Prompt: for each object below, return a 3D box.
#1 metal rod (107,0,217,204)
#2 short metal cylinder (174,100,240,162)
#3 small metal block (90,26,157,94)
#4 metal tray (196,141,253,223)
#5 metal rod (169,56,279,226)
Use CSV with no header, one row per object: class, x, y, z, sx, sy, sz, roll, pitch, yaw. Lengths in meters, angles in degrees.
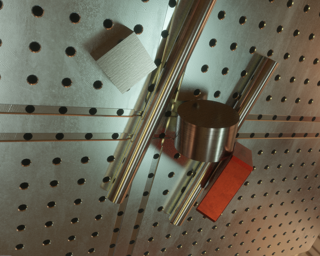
metal rod,-0.003,-0.029,0.392,0.025,0.025,0.298,12,112,-34
short metal cylinder,0.061,0.002,0.412,0.081,0.080,0.050,-10,123,-23
small metal block,-0.040,-0.075,0.344,0.050,0.025,0.050,-39,130,-2
metal tray,0.098,0.073,0.456,0.090,0.030,0.130,-59,170,13
metal rod,0.092,0.030,0.482,0.025,0.025,0.298,15,110,-35
